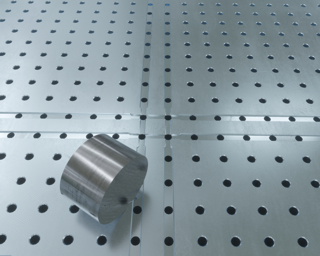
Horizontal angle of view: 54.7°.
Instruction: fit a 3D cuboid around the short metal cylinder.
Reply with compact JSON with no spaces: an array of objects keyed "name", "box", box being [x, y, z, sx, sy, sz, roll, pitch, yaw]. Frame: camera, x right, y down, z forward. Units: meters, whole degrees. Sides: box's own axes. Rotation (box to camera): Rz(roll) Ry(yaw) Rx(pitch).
[{"name":"short metal cylinder","box":[-0.057,0.053,0.327,0.050,0.080,0.080,28,55,21]}]
